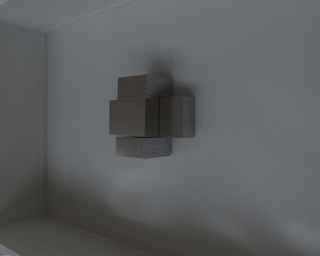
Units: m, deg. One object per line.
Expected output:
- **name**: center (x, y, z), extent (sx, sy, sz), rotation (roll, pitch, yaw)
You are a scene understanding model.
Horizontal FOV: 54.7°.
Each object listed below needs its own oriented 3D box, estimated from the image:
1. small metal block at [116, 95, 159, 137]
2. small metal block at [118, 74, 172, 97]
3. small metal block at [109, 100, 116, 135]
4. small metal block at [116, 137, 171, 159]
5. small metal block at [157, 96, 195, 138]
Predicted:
- **small metal block**: center (-0.029, -0.015, 0.395), extent (0.050, 0.025, 0.050), rotation (1, 91, 39)
- **small metal block**: center (-0.019, -0.052, 0.404), extent (0.050, 0.050, 0.025), rotation (1, 91, 40)
- **small metal block**: center (-0.046, -0.015, 0.442), extent (0.050, 0.025, 0.050), rotation (1, 91, 40)
- **small metal block**: center (-0.022, 0.024, 0.404), extent (0.050, 0.050, 0.025), rotation (1, 91, 40)
- **small metal block**: center (0.016, -0.013, 0.392), extent (0.050, 0.025, 0.050), rotation (1, 91, 39)
